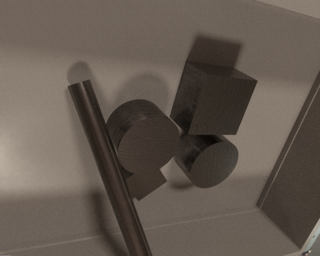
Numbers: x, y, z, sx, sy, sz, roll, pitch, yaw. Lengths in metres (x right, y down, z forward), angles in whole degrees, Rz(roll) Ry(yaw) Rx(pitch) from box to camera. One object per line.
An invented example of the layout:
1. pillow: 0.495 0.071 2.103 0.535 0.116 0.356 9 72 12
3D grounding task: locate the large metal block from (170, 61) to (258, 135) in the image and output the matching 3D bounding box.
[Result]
1. large metal block: 0.069 -0.038 0.409 0.081 0.050 0.079 1 118 -29

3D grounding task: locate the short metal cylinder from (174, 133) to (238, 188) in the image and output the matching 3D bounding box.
1. short metal cylinder: 0.067 0.042 0.457 0.081 0.050 0.079 -14 125 -21

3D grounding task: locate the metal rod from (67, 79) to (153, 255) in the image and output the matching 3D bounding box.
1. metal rod: -0.043 0.091 0.363 0.025 0.025 0.298 -21 102 -16

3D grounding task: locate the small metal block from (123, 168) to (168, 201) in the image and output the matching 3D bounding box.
1. small metal block: -0.025 0.068 0.439 0.050 0.025 0.050 -34 129 -6

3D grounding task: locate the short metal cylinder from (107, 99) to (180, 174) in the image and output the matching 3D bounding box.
1. short metal cylinder: -0.022 0.010 0.388 0.081 0.050 0.079 -14 125 -21
